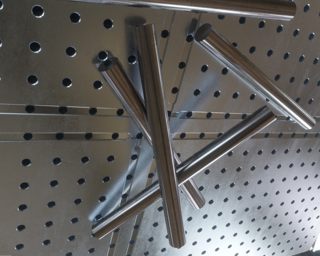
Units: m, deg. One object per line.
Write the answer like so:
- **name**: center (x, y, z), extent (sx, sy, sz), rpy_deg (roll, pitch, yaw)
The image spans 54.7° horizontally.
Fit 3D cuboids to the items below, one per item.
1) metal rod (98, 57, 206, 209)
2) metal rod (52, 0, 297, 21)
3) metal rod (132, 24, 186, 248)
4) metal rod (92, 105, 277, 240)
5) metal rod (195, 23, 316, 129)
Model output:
- **metal rod**: center (0.004, 0.029, 0.432), extent (0.025, 0.025, 0.299), rpy_deg (-36, 130, -5)
- **metal rod**: center (0.035, -0.142, 0.344), extent (0.303, 0.025, 0.025), rpy_deg (-6, 121, -26)
- **metal rod**: center (0.004, 0.026, 0.389), extent (0.025, 0.025, 0.298), rpy_deg (-17, 113, -19)
- **metal rod**: center (0.027, 0.066, 0.435), extent (0.300, 0.025, 0.025), rpy_deg (-36, 130, 9)
- **metal rod**: center (0.158, -0.062, 0.462), extent (0.301, 0.025, 0.025), rpy_deg (26, 104, -38)
